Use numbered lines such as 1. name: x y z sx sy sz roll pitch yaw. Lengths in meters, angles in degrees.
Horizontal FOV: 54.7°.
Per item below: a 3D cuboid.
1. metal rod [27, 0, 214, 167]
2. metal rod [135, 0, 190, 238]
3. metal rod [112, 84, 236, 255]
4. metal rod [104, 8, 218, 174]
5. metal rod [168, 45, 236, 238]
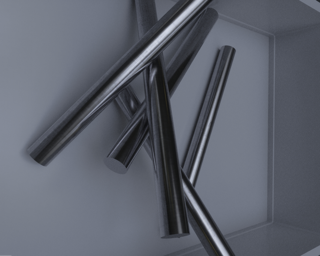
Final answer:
1. metal rod: -0.017 -0.077 0.316 0.300 0.025 0.025 -45 121 -3
2. metal rod: -0.004 -0.042 0.326 0.025 0.025 0.299 17 55 -39
3. metal rod: 0.028 0.074 0.348 0.025 0.025 0.299 -25 80 -38
4. metal rod: 0.018 -0.068 0.384 0.025 0.025 0.301 53 48 -27
5. metal rod: 0.063 0.010 0.461 0.025 0.025 0.299 31 71 -36
